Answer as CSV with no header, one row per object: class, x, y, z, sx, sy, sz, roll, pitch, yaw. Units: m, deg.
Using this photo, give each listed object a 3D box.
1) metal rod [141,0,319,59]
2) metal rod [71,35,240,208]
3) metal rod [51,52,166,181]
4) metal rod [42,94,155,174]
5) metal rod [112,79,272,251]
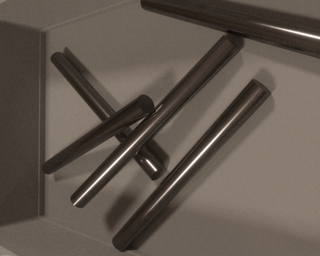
metal rod,0.089,-0.111,0.332,0.300,0.025,0.025,30,109,35
metal rod,-0.019,0.006,0.394,0.299,0.025,0.025,-45,63,21
metal rod,-0.093,-0.033,0.480,0.300,0.025,0.025,45,117,30
metal rod,-0.111,0.023,0.471,0.299,0.025,0.025,-28,72,44
metal rod,0.023,0.063,0.385,0.298,0.025,0.025,-52,60,27
